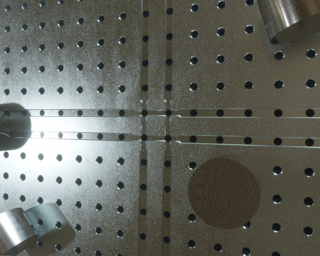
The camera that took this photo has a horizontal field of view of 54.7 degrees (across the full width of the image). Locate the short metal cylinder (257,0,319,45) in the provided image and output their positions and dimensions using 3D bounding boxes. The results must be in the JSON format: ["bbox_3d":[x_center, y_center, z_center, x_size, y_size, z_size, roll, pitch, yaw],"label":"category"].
[{"bbox_3d":[0.151,-0.130,0.330,0.080,0.080,0.050,-18,84,19],"label":"short metal cylinder"}]

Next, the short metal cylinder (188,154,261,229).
[{"bbox_3d":[0.079,0.073,0.371,0.080,0.050,0.079,0,90,19],"label":"short metal cylinder"}]

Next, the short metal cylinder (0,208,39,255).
[{"bbox_3d":[-0.231,0.165,0.463,0.080,0.080,0.050,-42,77,15],"label":"short metal cylinder"}]

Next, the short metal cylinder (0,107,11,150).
[{"bbox_3d":[-0.292,0.001,0.500,0.080,0.050,0.079,0,90,19],"label":"short metal cylinder"}]
